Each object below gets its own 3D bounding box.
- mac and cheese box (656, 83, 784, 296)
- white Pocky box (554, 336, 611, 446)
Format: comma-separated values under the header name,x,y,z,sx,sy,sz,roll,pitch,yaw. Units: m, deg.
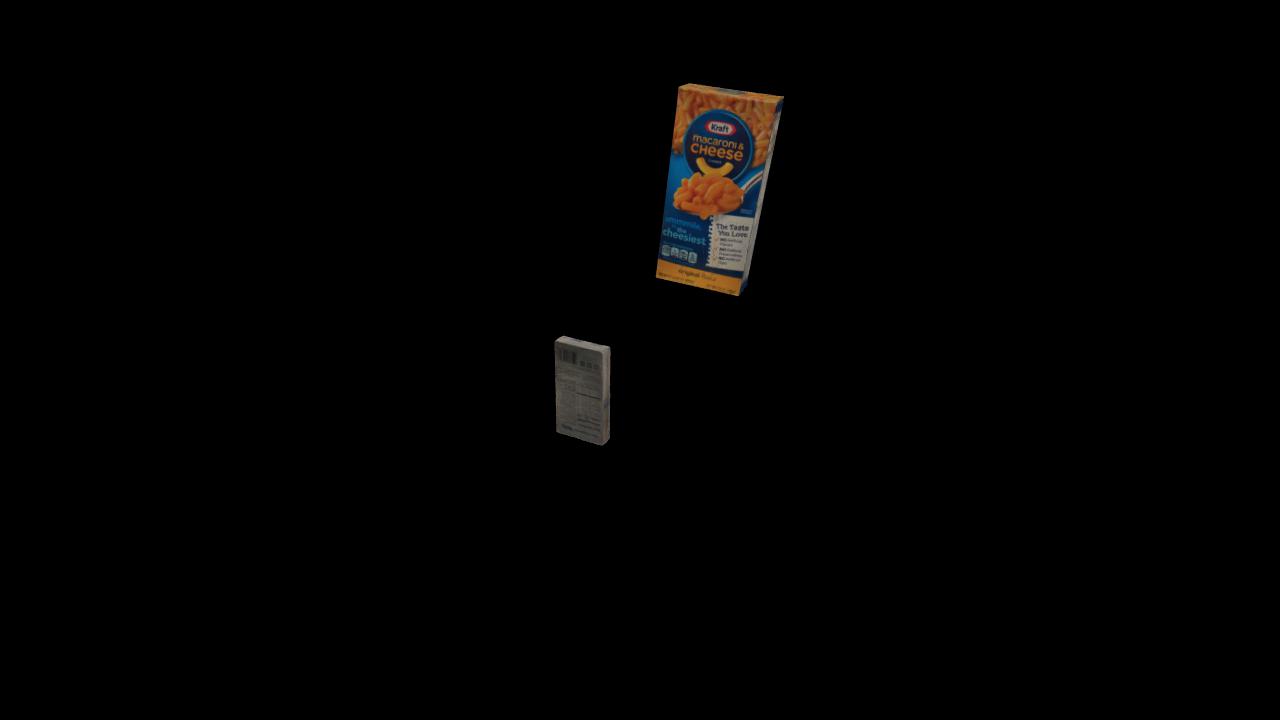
name,x,y,z,sx,sy,sz,roll,pitch,yaw
mac and cheese box,0.072,-0.160,0.592,0.093,0.184,0.041,16,32,17
white Pocky box,-0.084,0.046,0.898,0.084,0.154,0.028,14,28,23
